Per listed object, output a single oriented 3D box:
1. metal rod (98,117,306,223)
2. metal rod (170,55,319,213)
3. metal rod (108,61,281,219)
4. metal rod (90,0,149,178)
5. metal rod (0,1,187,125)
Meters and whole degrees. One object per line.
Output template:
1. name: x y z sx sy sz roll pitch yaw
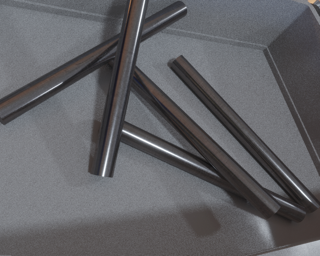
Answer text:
1. metal rod: 0.063 0.057 0.404 0.301 0.025 0.025 26 53 -12
2. metal rod: 0.125 0.006 0.468 0.300 0.025 0.025 48 51 5
3. metal rod: 0.032 -0.003 0.402 0.300 0.025 0.025 45 51 12
4. metal rod: -0.037 -0.093 0.362 0.025 0.025 0.299 14 81 -21
5. metal rod: -0.069 -0.097 0.397 0.025 0.025 0.302 48 60 5
